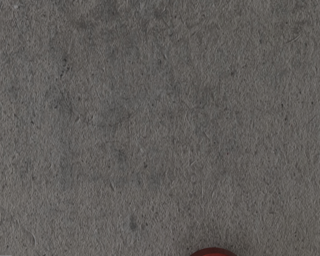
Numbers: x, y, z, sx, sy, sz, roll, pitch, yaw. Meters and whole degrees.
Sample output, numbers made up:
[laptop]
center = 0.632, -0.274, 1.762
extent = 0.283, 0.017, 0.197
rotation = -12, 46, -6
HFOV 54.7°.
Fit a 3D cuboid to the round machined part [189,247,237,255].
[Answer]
[round machined part]
center = 0.069, 0.203, 0.402
extent = 0.099, 0.042, 0.097
rotation = 0, 90, 0
